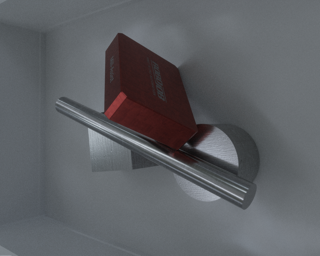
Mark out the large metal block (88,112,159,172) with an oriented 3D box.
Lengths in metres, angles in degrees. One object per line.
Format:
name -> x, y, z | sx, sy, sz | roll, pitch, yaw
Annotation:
large metal block -> -0.053, 0.017, 0.430 | 0.080, 0.050, 0.080 | -10, 84, 39

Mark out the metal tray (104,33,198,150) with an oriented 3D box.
metal tray -> -0.013, -0.044, 0.340 | 0.030, 0.090, 0.130 | -48, 32, 28

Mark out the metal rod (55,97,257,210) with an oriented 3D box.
metal rod -> -0.031, 0.013, 0.363 | 0.300, 0.025, 0.025 | 23, 105, 37

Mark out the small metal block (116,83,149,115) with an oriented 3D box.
small metal block -> -0.029, -0.044, 0.383 | 0.050, 0.025, 0.050 | -3, 52, 13

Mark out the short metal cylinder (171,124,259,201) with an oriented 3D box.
short metal cylinder -> 0.060, 0.035, 0.338 | 0.080, 0.050, 0.079 | 0, 90, 39
